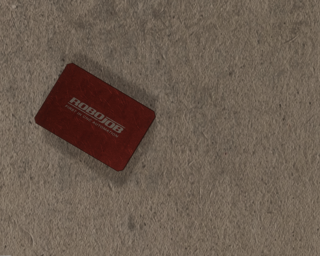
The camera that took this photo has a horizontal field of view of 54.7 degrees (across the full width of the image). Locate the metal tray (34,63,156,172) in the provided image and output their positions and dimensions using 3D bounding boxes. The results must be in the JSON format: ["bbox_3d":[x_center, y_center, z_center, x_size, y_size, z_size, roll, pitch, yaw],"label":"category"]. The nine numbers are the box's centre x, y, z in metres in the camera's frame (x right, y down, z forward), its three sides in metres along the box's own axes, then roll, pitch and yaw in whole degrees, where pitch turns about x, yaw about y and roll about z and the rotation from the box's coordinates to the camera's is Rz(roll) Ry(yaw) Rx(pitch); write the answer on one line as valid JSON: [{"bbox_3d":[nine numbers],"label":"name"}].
[{"bbox_3d":[-0.082,-0.014,0.406,0.130,0.030,0.090,31,90,-1],"label":"metal tray"}]
